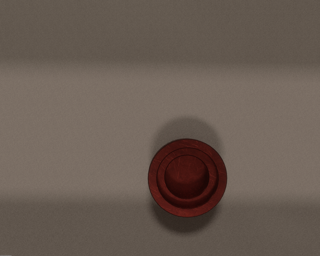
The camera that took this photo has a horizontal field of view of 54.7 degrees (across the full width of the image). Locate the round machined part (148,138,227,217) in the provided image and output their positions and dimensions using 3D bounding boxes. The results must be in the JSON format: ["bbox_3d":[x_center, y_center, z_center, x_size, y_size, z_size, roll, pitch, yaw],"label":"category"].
[{"bbox_3d":[0.034,0.062,0.403,0.099,0.042,0.097,0,90,-1],"label":"round machined part"}]
